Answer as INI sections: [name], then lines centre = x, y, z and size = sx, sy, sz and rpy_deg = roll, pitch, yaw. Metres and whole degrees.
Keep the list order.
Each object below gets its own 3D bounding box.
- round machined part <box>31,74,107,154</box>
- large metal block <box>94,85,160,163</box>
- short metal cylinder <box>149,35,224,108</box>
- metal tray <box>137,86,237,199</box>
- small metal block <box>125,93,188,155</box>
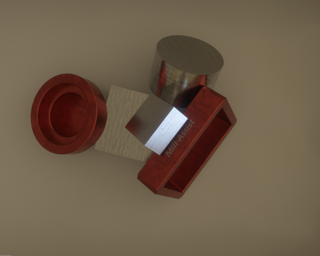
[round machined part]
centre = -0.109, -0.016, 0.388
size = 0.098, 0.042, 0.097
rpy_deg = -2, 84, 22
[large metal block]
centre = -0.030, -0.003, 0.397
size = 0.080, 0.050, 0.080
rpy_deg = 15, 90, -1
[short metal cylinder]
centre = 0.030, -0.069, 0.376
size = 0.080, 0.080, 0.050
rpy_deg = 16, 134, -1
[metal tray]
centre = 0.038, 0.023, 0.377
size = 0.030, 0.090, 0.130
rpy_deg = 36, 89, 27
[small metal block]
centre = -0.005, -0.006, 0.346
size = 0.025, 0.050, 0.050
rpy_deg = 37, 90, -39
